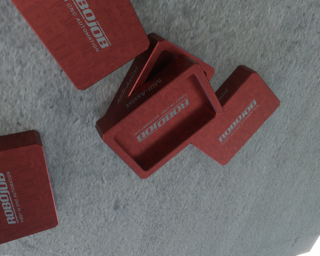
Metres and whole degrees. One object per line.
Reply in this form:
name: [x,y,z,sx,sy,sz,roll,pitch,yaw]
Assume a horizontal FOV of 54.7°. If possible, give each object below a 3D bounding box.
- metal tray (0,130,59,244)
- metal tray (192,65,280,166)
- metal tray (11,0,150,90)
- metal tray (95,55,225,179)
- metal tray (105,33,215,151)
metal tray: [-0.173,0.072,0.354,0.091,0.030,0.129,-13,124,-22]
metal tray: [0.106,-0.015,0.455,0.130,0.030,0.090,-50,129,7]
metal tray: [-0.077,-0.111,0.294,0.090,0.030,0.130,-35,129,-6]
metal tray: [0.004,-0.010,0.361,0.130,0.030,0.090,-39,130,-2]
metal tray: [-0.003,-0.037,0.380,0.091,0.030,0.129,20,108,-36]
